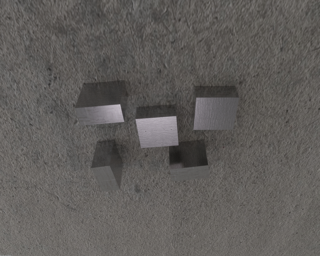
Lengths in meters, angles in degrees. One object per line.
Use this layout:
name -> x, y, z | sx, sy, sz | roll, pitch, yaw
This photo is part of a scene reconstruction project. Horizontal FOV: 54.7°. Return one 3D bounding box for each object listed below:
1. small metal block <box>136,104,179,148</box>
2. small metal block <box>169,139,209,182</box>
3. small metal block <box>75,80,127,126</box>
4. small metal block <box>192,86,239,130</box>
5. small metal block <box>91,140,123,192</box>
small metal block -> -0.003, -0.002, 0.405 | 0.050, 0.025, 0.050 | -4, 130, 3
small metal block -> 0.040, 0.044, 0.429 | 0.050, 0.050, 0.025 | -7, 130, 6
small metal block -> -0.067, -0.030, 0.364 | 0.050, 0.050, 0.025 | -5, 130, 4
small metal block -> 0.068, -0.025, 0.387 | 0.050, 0.025, 0.050 | 0, 130, 0
small metal block -> -0.073, 0.053, 0.435 | 0.025, 0.050, 0.050 | -8, 130, 7
